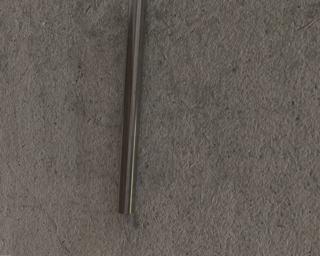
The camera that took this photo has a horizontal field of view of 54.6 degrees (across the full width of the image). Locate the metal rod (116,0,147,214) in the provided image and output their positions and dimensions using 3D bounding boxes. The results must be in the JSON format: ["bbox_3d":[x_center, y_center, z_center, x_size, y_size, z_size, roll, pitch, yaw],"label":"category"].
[{"bbox_3d":[-0.038,-0.034,0.422,0.025,0.025,0.298,4,91,20],"label":"metal rod"}]
